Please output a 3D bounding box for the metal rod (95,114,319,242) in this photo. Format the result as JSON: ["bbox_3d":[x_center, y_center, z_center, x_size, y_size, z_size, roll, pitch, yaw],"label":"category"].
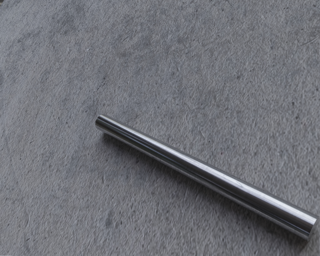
[{"bbox_3d":[0.026,0.041,0.364,0.300,0.025,0.025,24,75,36],"label":"metal rod"}]
